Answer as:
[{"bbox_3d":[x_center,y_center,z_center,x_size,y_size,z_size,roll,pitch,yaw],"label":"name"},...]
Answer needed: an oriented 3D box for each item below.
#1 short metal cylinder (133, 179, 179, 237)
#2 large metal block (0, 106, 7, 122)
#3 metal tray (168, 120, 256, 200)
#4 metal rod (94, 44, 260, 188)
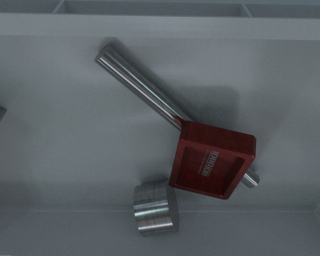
[{"bbox_3d":[-0.004,0.124,0.479,0.050,0.080,0.080,-12,129,10],"label":"short metal cylinder"},{"bbox_3d":[-0.245,0.010,0.378,0.080,0.080,0.050,-37,122,26],"label":"large metal block"},{"bbox_3d":[0.064,0.048,0.416,0.090,0.030,0.129,13,144,4],"label":"metal tray"},{"bbox_3d":[0.040,0.000,0.409,0.025,0.025,0.301,-36,122,26],"label":"metal rod"}]
